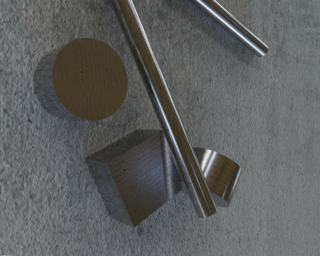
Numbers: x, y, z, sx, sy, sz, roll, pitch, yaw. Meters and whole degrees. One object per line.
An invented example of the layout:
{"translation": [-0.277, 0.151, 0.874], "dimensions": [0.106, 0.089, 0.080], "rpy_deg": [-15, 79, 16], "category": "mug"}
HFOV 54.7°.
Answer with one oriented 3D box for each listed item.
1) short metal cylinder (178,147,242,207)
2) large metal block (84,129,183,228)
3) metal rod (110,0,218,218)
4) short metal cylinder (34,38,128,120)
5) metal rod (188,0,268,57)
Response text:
{"translation": [0.065, 0.068, 0.423], "dimensions": [0.080, 0.080, 0.050], "rpy_deg": [39, 66, -33], "category": "short metal cylinder"}
{"translation": [-0.028, 0.055, 0.365], "dimensions": [0.081, 0.050, 0.080], "rpy_deg": [-31, 109, -36], "category": "large metal block"}
{"translation": [0.000, -0.038, 0.363], "dimensions": [0.025, 0.025, 0.299], "rpy_deg": [-23, 92, -38], "category": "metal rod"}
{"translation": [-0.081, -0.047, 0.320], "dimensions": [0.081, 0.050, 0.079], "rpy_deg": [0, 90, -40], "category": "short metal cylinder"}
{"translation": [0.073, -0.184, 0.465], "dimensions": [0.302, 0.025, 0.025], "rpy_deg": [22, 76, -38], "category": "metal rod"}
